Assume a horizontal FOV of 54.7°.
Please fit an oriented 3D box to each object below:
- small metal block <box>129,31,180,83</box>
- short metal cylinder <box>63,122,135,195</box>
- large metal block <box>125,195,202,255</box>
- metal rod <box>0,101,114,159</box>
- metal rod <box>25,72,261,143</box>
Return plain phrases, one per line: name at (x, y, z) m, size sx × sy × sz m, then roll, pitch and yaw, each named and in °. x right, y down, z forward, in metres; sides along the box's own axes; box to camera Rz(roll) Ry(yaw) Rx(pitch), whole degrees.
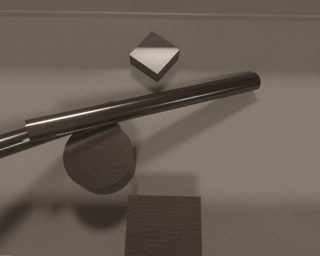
small metal block at (-0.008, -0.103, 0.447) m, size 0.050 × 0.025 × 0.050 m, roll 36°, pitch 74°, yaw 12°
short metal cylinder at (-0.072, 0.039, 0.381) m, size 0.081 × 0.050 × 0.080 m, roll 0°, pitch 70°, yaw 0°
large metal block at (0.004, 0.121, 0.352) m, size 0.081 × 0.050 × 0.080 m, roll 1°, pitch 70°, yaw 0°
metal rod at (-0.178, 0.022, 0.336) m, size 0.302 × 0.025 × 0.025 m, roll -22°, pitch 70°, yaw -34°
metal rod at (-0.004, -0.031, 0.385) m, size 0.302 × 0.025 × 0.025 m, roll -14°, pitch 70°, yaw -20°
